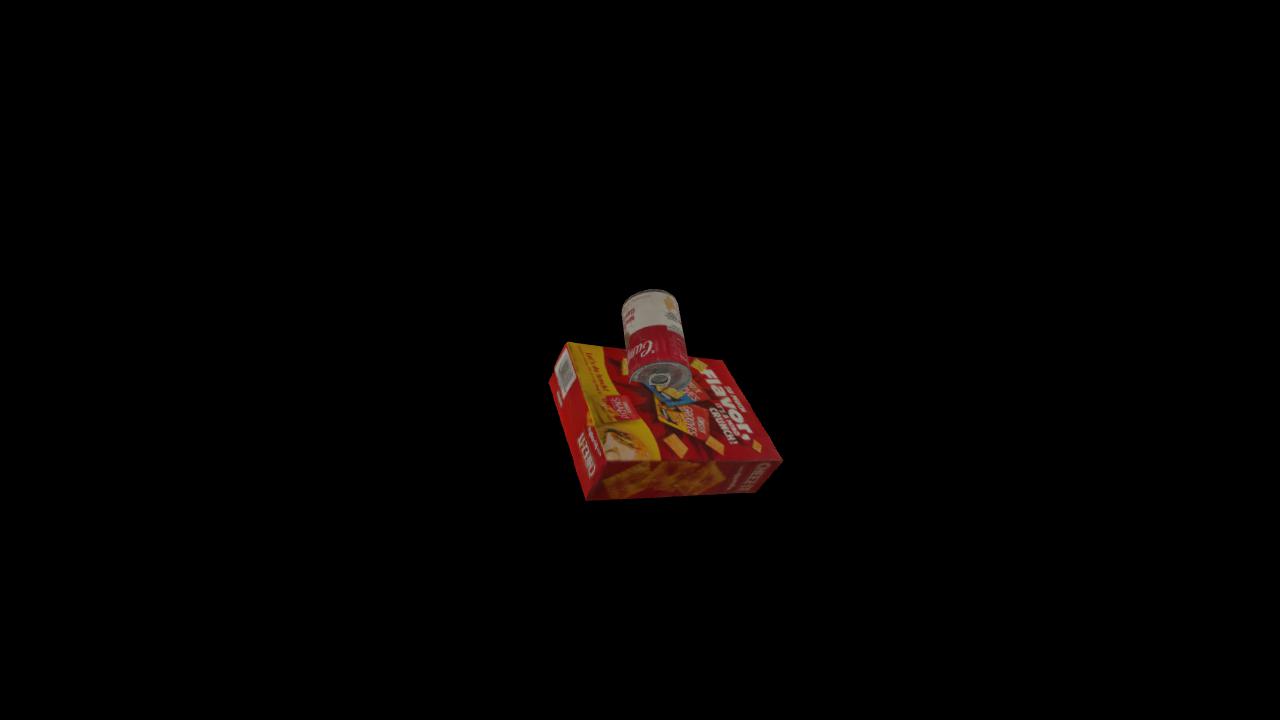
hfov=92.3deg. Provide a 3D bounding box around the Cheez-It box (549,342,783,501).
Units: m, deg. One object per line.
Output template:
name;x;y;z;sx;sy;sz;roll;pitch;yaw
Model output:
Cheez-It box;0.026;0.067;0.684;0.223;0.071;0.166;5;42;-31

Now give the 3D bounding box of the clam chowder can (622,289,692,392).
clam chowder can;0.017;-0.019;0.680;0.068;0.102;0.068;-5;-34;-3
